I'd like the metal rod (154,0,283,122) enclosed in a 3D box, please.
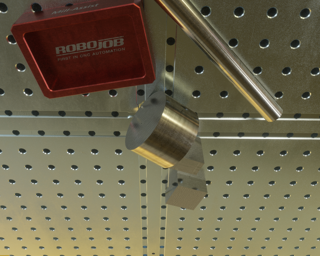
[{"bbox_3d":[0.043,-0.101,0.326,0.025,0.025,0.301,-36,122,26],"label":"metal rod"}]

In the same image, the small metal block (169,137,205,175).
[{"bbox_3d":[0.030,0.032,0.423,0.050,0.050,0.025,16,128,-14],"label":"small metal block"}]

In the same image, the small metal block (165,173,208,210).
[{"bbox_3d":[0.041,0.104,0.501,0.050,0.025,0.050,17,128,-14],"label":"small metal block"}]

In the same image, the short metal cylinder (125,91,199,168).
[{"bbox_3d":[0.001,0.002,0.377,0.050,0.080,0.080,31,123,-24],"label":"short metal cylinder"}]

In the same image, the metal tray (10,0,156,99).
[{"bbox_3d":[-0.076,-0.084,0.335,0.131,0.030,0.090,-8,130,6],"label":"metal tray"}]
